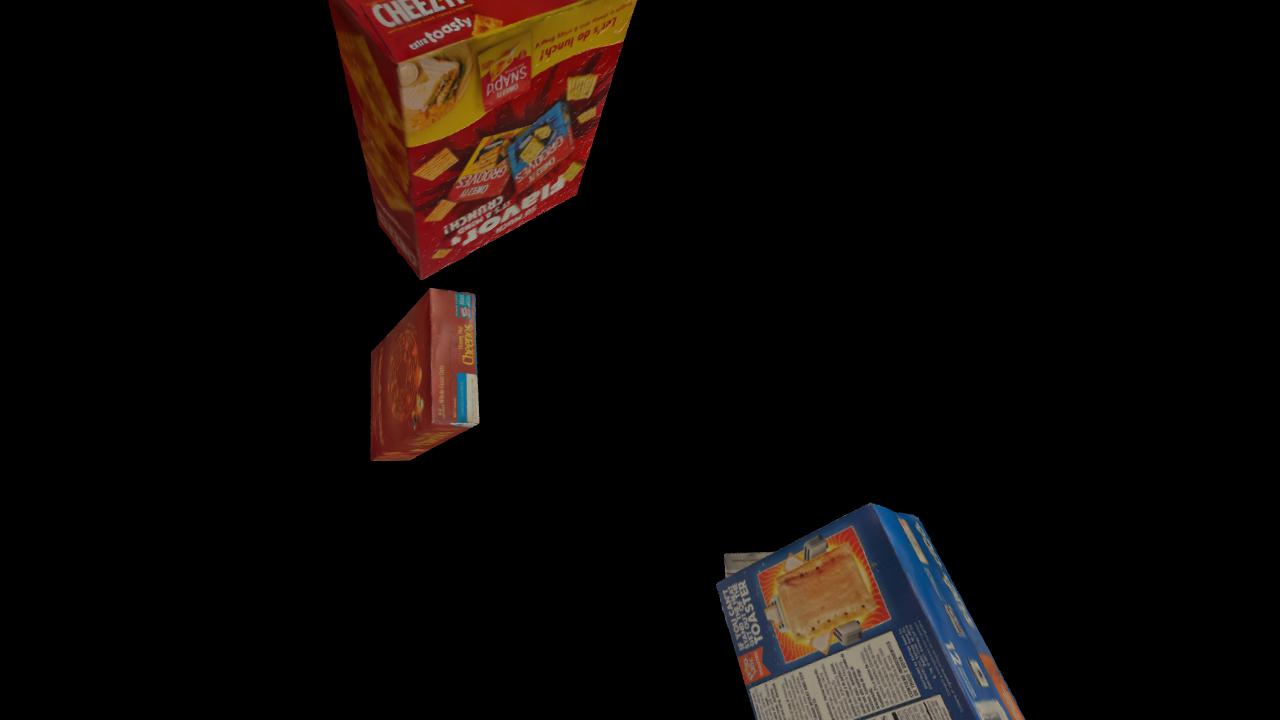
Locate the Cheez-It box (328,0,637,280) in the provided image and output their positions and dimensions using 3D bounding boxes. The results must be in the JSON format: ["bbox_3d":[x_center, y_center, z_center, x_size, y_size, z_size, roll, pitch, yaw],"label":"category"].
[{"bbox_3d":[-0.105,-0.167,0.430,0.166,0.071,0.223,-36,-8,-25],"label":"Cheez-It box"}]

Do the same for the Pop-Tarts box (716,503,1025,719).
[{"bbox_3d":[0.148,0.205,0.407,0.083,0.167,0.141,26,-54,-40],"label":"Pop-Tarts box"}]

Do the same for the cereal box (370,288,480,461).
[{"bbox_3d":[-0.350,0.036,0.979,0.081,0.203,0.306,6,-21,-38],"label":"cereal box"}]

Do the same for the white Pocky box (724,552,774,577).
[{"bbox_3d":[0.199,0.295,0.882,0.154,0.028,0.084,-3,-30,7],"label":"white Pocky box"}]
